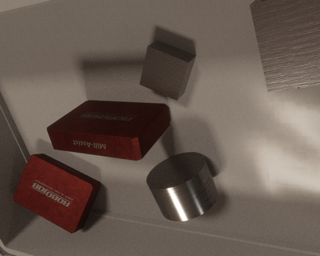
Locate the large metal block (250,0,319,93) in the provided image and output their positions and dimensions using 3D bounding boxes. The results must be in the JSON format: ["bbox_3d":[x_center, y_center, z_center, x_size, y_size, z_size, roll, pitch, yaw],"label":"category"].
[{"bbox_3d":[0.132,-0.083,0.271,0.080,0.050,0.080,-6,116,30],"label":"large metal block"}]

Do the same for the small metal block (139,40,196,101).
[{"bbox_3d":[0.008,-0.067,0.362,0.050,0.025,0.050,25,127,12],"label":"small metal block"}]

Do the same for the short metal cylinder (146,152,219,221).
[{"bbox_3d":[0.029,0.074,0.402,0.080,0.080,0.050,-11,113,32],"label":"short metal cylinder"}]

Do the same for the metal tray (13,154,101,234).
[{"bbox_3d":[-0.179,0.110,0.536,0.130,0.030,0.090,24,93,13],"label":"metal tray"}]

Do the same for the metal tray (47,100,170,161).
[{"bbox_3d":[-0.064,-0.002,0.397,0.130,0.090,0.030,5,121,25],"label":"metal tray"}]
